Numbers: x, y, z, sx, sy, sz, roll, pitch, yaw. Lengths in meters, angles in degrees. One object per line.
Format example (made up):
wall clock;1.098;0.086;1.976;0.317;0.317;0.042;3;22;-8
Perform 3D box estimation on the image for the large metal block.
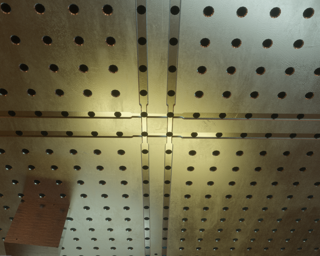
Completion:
large metal block;-0.202;0.171;0.519;0.080;0.080;0.050;10;129;-8
